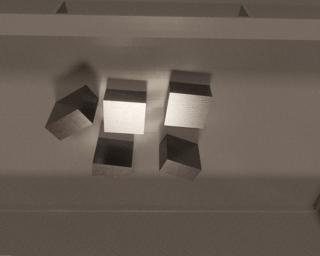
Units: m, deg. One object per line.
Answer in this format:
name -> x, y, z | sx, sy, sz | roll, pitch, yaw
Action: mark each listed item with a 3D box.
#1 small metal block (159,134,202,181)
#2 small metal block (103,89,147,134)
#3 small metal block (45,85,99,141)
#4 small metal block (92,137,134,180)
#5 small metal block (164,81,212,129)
small metal block -> 0.027, 0.040, 0.428 | 0.050, 0.050, 0.025 | 19, 127, -16
small metal block -> -0.044, -0.020, 0.391 | 0.050, 0.025, 0.050 | 4, 130, -4
small metal block -> -0.105, -0.019, 0.375 | 0.050, 0.050, 0.025 | -25, 126, 19
small metal block -> -0.064, 0.042, 0.427 | 0.050, 0.050, 0.025 | 8, 130, -7
small metal block -> 0.033, -0.028, 0.386 | 0.050, 0.025, 0.050 | 5, 130, -5
